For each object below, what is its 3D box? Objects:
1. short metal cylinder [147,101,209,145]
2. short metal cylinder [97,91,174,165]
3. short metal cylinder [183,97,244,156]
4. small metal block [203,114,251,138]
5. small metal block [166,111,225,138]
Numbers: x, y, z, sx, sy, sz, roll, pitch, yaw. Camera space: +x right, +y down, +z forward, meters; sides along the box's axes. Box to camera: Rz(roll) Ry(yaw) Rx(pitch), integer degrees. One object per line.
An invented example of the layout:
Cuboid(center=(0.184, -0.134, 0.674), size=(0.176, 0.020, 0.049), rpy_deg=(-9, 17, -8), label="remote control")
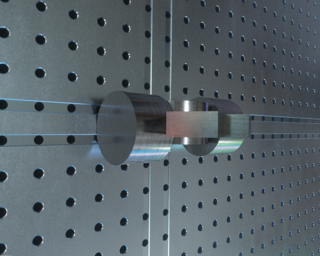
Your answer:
Cuboid(center=(0.021, -0.006, 0.391), size=(0.081, 0.080, 0.050), rpy_deg=(1, 89, -40), label="short metal cylinder")
Cuboid(center=(-0.029, 0.000, 0.348), size=(0.050, 0.080, 0.080), rpy_deg=(1, 89, -40), label="short metal cylinder")
Cuboid(center=(0.071, -0.002, 0.432), size=(0.050, 0.080, 0.080), rpy_deg=(1, 90, -39), label="short metal cylinder")
Cuboid(center=(0.078, -0.002, 0.359), size=(0.050, 0.050, 0.025), rpy_deg=(1, 90, -71), label="small metal block")
Cuboid(center=(0.038, -0.003, 0.319), size=(0.050, 0.050, 0.025), rpy_deg=(1, 90, -72), label="small metal block")
